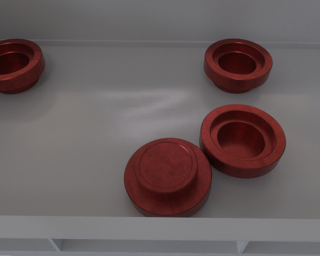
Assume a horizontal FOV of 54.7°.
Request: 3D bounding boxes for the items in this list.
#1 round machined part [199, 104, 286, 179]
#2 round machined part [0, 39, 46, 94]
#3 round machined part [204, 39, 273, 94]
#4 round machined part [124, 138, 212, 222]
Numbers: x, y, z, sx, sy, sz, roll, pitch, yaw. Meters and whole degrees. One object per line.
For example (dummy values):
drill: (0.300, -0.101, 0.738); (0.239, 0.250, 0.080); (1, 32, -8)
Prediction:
round machined part: (0.097, 0.020, 0.378); (0.099, 0.042, 0.098); (0, 50, 0)
round machined part: (-0.223, -0.089, 0.467); (0.099, 0.042, 0.098); (0, 50, 0)
round machined part: (0.115, -0.090, 0.470); (0.099, 0.042, 0.098); (0, 50, 0)
round machined part: (0.008, 0.050, 0.345); (0.099, 0.042, 0.098); (-3, 53, 5)
